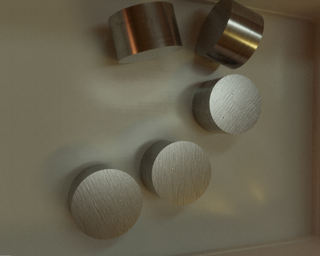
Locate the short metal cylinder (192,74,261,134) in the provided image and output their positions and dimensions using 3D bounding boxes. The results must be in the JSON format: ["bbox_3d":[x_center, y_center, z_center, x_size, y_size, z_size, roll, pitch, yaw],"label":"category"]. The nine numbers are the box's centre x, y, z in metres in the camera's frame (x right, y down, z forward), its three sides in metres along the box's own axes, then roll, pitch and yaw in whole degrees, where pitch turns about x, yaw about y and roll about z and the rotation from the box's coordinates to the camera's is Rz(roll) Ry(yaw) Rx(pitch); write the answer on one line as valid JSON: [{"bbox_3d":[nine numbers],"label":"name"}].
[{"bbox_3d":[0.092,-0.031,0.433,0.081,0.050,0.079,0,90,-20],"label":"short metal cylinder"}]

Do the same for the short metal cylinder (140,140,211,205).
[{"bbox_3d":[0.019,0.056,0.406,0.081,0.050,0.079,0,90,-21],"label":"short metal cylinder"}]

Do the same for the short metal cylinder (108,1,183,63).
[{"bbox_3d":[-0.017,-0.113,0.376,0.081,0.080,0.050,-15,96,-20],"label":"short metal cylinder"}]

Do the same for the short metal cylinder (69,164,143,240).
[{"bbox_3d":[-0.067,0.086,0.373,0.081,0.050,0.079,0,90,-21],"label":"short metal cylinder"}]

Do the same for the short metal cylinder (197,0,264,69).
[{"bbox_3d":[0.092,-0.126,0.417,0.050,0.080,0.080,19,84,-20],"label":"short metal cylinder"}]
